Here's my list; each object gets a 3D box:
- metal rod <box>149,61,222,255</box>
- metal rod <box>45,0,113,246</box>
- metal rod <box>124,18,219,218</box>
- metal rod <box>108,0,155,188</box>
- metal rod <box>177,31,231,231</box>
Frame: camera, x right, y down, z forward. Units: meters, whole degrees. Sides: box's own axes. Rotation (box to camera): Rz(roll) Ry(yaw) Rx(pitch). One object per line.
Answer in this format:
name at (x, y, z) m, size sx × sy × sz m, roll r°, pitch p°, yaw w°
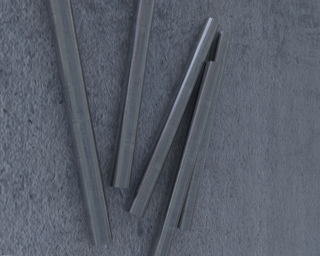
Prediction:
metal rod at (0.034, 0.049, 0.424) m, size 0.025 × 0.025 × 0.299 m, roll 25°, pitch 77°, yaw -37°
metal rod at (-0.087, -0.019, 0.331) m, size 0.025 × 0.025 × 0.298 m, roll -14°, pitch 99°, yaw -39°
metal rod at (0.023, -0.026, 0.423) m, size 0.025 × 0.025 × 0.300 m, roll 35°, pitch 68°, yaw -35°
metal rod at (-0.029, -0.078, 0.379) m, size 0.025 × 0.025 × 0.298 m, roll 12°, pitch 82°, yaw -39°
metal rod at (0.065, -0.003, 0.458) m, size 0.025 × 0.025 × 0.299 m, roll 22°, pitch 76°, yaw -38°
